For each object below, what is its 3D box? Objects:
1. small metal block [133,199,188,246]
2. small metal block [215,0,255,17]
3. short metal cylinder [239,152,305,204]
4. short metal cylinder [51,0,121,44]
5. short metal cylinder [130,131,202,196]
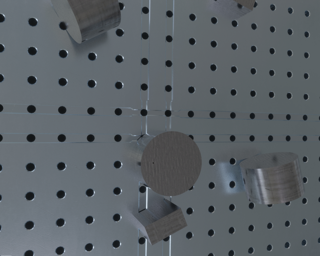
[{"bbox_3d":[-0.001,0.119,0.400,0.050,0.050,0.025,-23,98,-19],"label":"small metal block"},{"bbox_3d":[0.115,-0.201,0.455,0.050,0.025,0.050,19,84,-19],"label":"small metal block"},{"bbox_3d":[0.159,0.070,0.443,0.081,0.080,0.050,-15,95,-20],"label":"short metal cylinder"},{"bbox_3d":[-0.087,-0.144,0.351,0.050,0.080,0.080,-32,101,-17],"label":"short metal cylinder"},{"bbox_3d":[0.007,0.043,0.402,0.081,0.050,0.079,0,90,-20],"label":"short metal cylinder"}]
